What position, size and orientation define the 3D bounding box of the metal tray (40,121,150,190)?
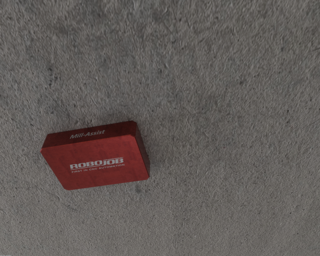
[{"bbox_3d":[-0.087,0.042,0.438,0.130,0.030,0.090,-9,130,7],"label":"metal tray"}]
